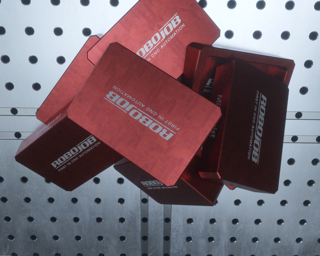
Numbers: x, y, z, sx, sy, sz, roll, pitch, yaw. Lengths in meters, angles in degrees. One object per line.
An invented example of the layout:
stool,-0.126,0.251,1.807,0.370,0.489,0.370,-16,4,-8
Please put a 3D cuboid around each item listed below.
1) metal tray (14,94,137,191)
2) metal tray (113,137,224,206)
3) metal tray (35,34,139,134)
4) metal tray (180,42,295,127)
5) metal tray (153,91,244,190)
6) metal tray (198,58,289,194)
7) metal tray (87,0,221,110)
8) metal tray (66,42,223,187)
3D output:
metal tray,-0.105,0.023,0.394,0.130,0.030,0.090,-33,123,23
metal tray,0.005,0.058,0.385,0.090,0.130,0.030,41,63,-15
metal tray,-0.083,-0.041,0.394,0.090,0.030,0.130,37,106,-13
metal tray,0.090,-0.047,0.370,0.131,0.030,0.089,2,111,-22
metal tray,0.050,0.007,0.382,0.130,0.090,0.030,43,105,-13
metal tray,0.096,0.000,0.344,0.091,0.030,0.130,19,74,-29
metal tray,-0.007,-0.096,0.355,0.130,0.030,0.090,-45,107,0
metal tray,-0.016,-0.014,0.311,0.130,0.030,0.090,34,93,9
